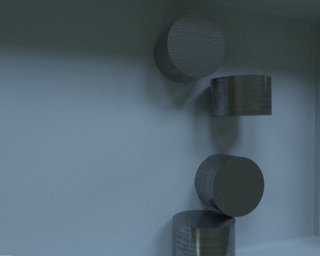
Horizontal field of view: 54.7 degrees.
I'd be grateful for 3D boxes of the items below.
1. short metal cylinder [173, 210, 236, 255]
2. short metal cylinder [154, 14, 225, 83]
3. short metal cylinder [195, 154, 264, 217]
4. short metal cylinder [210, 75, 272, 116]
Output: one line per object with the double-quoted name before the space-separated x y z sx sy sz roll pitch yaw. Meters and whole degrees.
"short metal cylinder" 0.057 0.142 0.402 0.081 0.080 0.050 0 90 -20
"short metal cylinder" 0.038 -0.103 0.411 0.081 0.050 0.080 0 90 -20
"short metal cylinder" 0.096 0.078 0.433 0.081 0.050 0.080 0 90 -20
"short metal cylinder" 0.109 -0.041 0.421 0.081 0.080 0.050 -1 91 -20
